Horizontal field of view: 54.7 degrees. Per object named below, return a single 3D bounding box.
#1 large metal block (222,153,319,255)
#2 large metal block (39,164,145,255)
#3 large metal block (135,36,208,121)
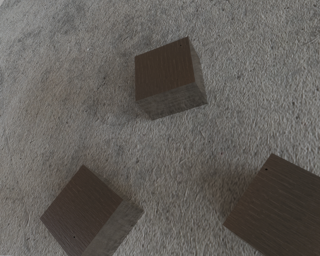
[{"bbox_3d":[0.117,0.082,0.276,0.080,0.050,0.080,30,78,37],"label":"large metal block"},{"bbox_3d":[-0.080,0.103,0.367,0.080,0.050,0.080,30,78,37],"label":"large metal block"},{"bbox_3d":[0.014,-0.066,0.421,0.080,0.050,0.080,-16,55,19],"label":"large metal block"}]
